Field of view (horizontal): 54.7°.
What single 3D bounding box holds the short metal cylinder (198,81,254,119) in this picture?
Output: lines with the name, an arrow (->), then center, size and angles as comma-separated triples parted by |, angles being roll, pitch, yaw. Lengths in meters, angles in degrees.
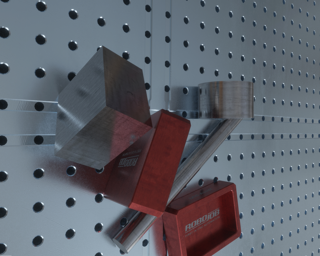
short metal cylinder -> 0.096, -0.039, 0.454 | 0.081, 0.080, 0.050 | -1, 91, -40

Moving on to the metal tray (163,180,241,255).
metal tray -> 0.066, 0.140, 0.461 | 0.131, 0.030, 0.089 | -14, 99, -39

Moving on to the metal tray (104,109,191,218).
metal tray -> -0.019, 0.037, 0.323 | 0.030, 0.130, 0.090 | 23, 75, -15

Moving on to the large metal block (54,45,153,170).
large metal block -> -0.058, -0.018, 0.304 | 0.050, 0.080, 0.080 | 26, 38, -37

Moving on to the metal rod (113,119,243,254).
metal rod -> 0.047, 0.053, 0.448 | 0.301, 0.025, 0.025 | -43, 116, -32
